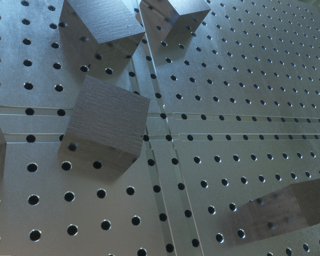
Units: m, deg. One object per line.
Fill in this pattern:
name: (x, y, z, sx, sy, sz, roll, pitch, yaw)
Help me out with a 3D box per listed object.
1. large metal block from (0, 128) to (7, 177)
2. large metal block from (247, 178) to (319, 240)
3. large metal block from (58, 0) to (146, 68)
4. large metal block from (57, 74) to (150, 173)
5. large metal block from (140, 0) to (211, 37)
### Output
large metal block: (-0.178, 0.003, 0.275, 0.050, 0.080, 0.080, -19, 72, -35)
large metal block: (0.178, 0.106, 0.407, 0.081, 0.080, 0.050, -3, 63, -30)
large metal block: (-0.082, -0.140, 0.435, 0.081, 0.050, 0.080, -29, 78, -38)
large metal block: (-0.063, -0.004, 0.361, 0.080, 0.050, 0.080, 20, 54, -17)
large metal block: (0.027, -0.212, 0.538, 0.081, 0.050, 0.080, -26, 77, -37)
